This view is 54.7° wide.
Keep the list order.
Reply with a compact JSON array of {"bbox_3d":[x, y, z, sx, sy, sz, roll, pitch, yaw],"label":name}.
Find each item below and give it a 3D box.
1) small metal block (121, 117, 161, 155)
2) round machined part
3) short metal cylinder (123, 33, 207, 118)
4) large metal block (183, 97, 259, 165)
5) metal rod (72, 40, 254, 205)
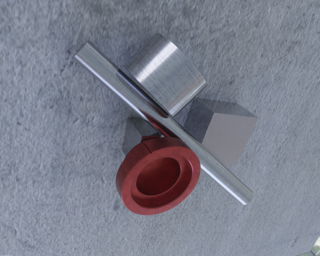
[{"bbox_3d":[-0.025,0.019,0.392,0.025,0.050,0.050,-2,120,-28],"label":"small metal block"},{"bbox_3d":[-0.005,0.051,0.364,0.099,0.042,0.097,-14,126,-20],"label":"round machined part"},{"bbox_3d":[0.005,-0.057,0.342,0.050,0.080,0.080,-45,130,2],"label":"short metal cylinder"},{"bbox_3d":[0.080,0.006,0.442,0.081,0.050,0.079,4,116,-31],"label":"large metal block"},{"bbox_3d":[0.021,0.009,0.379,0.025,0.025,0.300,-47,115,4],"label":"metal rod"}]
